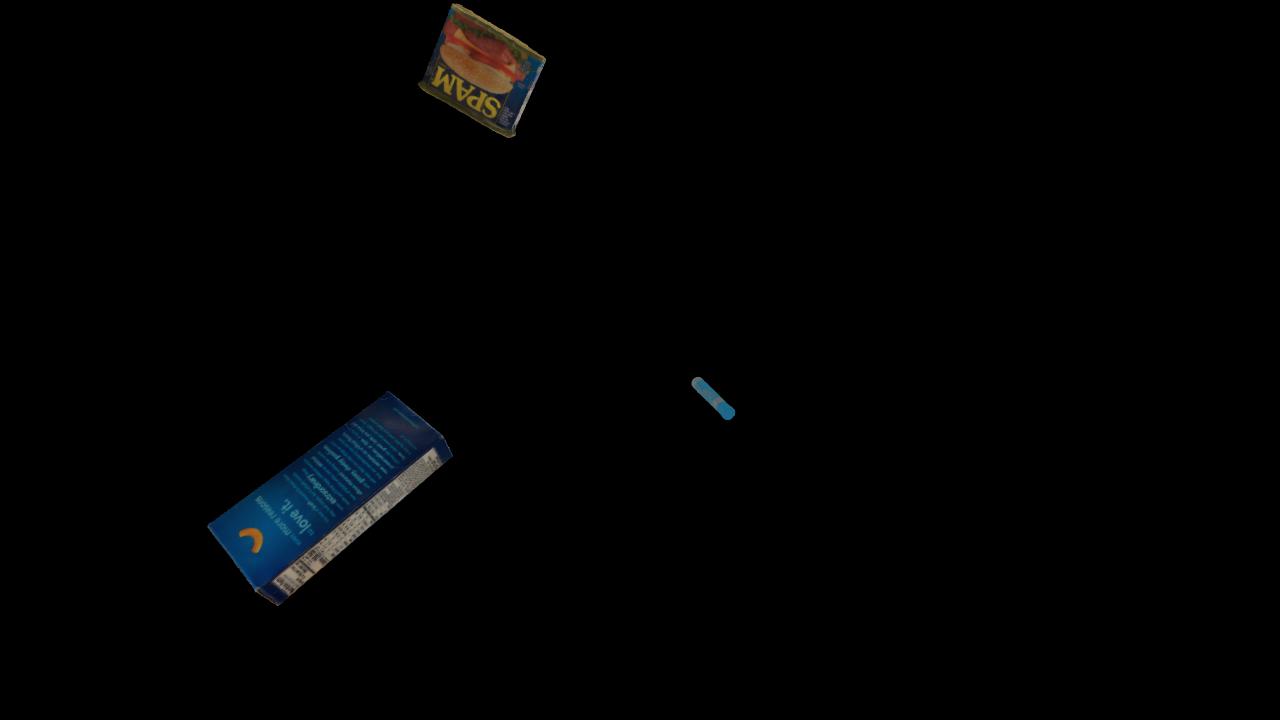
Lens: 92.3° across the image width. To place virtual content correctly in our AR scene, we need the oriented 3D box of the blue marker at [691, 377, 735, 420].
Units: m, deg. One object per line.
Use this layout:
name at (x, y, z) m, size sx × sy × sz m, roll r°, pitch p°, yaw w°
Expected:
blue marker at (0.101, 0.052, 0.849) m, size 0.020 × 0.020 × 0.121 m, roll 0°, pitch 18°, yaw -17°

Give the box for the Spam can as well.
Spam can at (-0.155, -0.288, 0.616) m, size 0.101 × 0.085 × 0.058 m, roll 28°, pitch 22°, yaw -12°

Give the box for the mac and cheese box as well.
mac and cheese box at (-0.271, 0.115, 0.552) m, size 0.093 × 0.041 × 0.184 m, roll 31°, pitch 57°, yaw 28°
